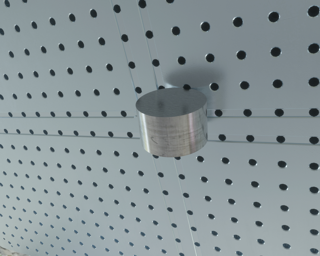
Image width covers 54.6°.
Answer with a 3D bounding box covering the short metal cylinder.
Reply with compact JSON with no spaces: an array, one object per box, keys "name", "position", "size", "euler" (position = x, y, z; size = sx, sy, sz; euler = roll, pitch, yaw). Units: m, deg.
[{"name":"short metal cylinder","position":[0.015,-0.009,0.363],"size":[0.080,0.080,0.050],"euler":[8,122,24]}]
